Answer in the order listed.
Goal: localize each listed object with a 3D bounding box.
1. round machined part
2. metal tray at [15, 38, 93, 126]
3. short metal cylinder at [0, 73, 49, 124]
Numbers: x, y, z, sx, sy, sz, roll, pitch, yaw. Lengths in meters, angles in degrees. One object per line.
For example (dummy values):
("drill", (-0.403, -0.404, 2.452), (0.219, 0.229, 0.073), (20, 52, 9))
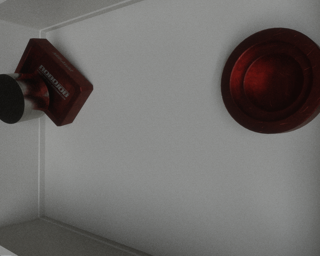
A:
("round machined part", (0.113, -0.043, 0.302), (0.098, 0.042, 0.097), (0, 90, 39))
("metal tray", (-0.185, -0.078, 0.527), (0.130, 0.030, 0.090), (45, 118, 10))
("short metal cylinder", (-0.233, -0.051, 0.513), (0.080, 0.050, 0.079), (6, 105, 25))
